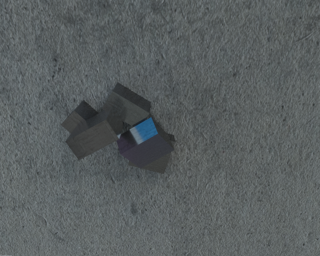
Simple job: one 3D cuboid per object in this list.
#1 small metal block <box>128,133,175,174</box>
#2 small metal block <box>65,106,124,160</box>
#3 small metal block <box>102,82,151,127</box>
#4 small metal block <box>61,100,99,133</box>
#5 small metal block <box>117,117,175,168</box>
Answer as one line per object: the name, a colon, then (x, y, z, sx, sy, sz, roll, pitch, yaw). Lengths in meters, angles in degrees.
small metal block: (-0.012, 0.030, 0.422, 0.050, 0.025, 0.050, 15, 109, -6)
small metal block: (-0.071, 0.004, 0.345, 0.050, 0.050, 0.025, -28, 108, 9)
small metal block: (-0.040, -0.029, 0.387, 0.050, 0.050, 0.025, 31, 107, -11)
small metal block: (-0.092, -0.004, 0.395, 0.025, 0.050, 0.050, -43, 105, 14)
small metal block: (-0.017, 0.019, 0.378, 0.050, 0.025, 0.050, -30, 145, 10)
